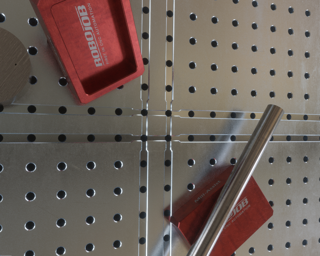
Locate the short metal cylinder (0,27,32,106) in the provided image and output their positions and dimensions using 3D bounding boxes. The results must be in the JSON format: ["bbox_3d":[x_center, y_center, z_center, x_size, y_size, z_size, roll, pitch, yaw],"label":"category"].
[{"bbox_3d":[-0.181,-0.064,0.332,0.081,0.050,0.080,0,90,-20],"label":"short metal cylinder"}]

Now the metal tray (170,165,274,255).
[{"bbox_3d":[0.091,0.126,0.443,0.131,0.030,0.090,-36,102,-16],"label":"metal tray"}]

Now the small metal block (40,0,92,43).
[{"bbox_3d":[-0.111,-0.124,0.358,0.050,0.050,0.025,-23,98,-19],"label":"small metal block"}]

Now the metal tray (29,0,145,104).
[{"bbox_3d":[-0.072,-0.099,0.342,0.091,0.030,0.129,-31,140,-17],"label":"metal tray"}]

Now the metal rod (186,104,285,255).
[{"bbox_3d":[0.088,0.099,0.412,0.025,0.025,0.300,35,79,-17],"label":"metal rod"}]
